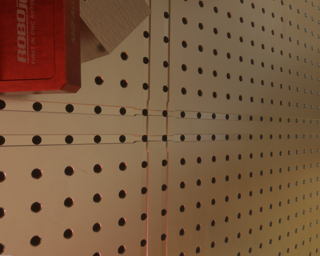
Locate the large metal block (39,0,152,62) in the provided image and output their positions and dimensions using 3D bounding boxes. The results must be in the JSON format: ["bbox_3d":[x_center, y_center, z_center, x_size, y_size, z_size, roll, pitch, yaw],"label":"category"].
[{"bbox_3d":[-0.069,-0.132,0.336,0.080,0.050,0.080,52,59,-28],"label":"large metal block"}]

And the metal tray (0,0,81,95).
[{"bbox_3d":[-0.118,-0.095,0.269,0.030,0.090,0.129,-7,96,-81],"label":"metal tray"}]
